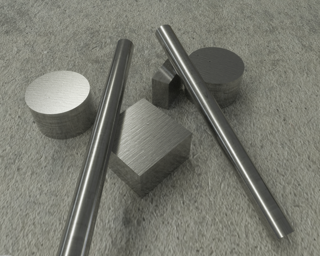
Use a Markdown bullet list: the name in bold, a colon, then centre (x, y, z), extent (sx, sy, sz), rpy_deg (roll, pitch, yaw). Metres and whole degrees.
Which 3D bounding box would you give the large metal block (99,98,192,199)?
- **large metal block**: centre (-0.020, 0.021, 0.369), extent (0.080, 0.050, 0.080), rpy_deg (37, 59, 27)

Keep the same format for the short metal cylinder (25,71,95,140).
- **short metal cylinder**: centre (-0.130, -0.031, 0.412), extent (0.081, 0.050, 0.080), rpy_deg (0, 50, 0)

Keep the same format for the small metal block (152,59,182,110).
- **small metal block**: centre (0.012, -0.063, 0.440), extent (0.025, 0.050, 0.050), rpy_deg (21, 53, 17)

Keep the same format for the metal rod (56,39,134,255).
- **metal rod**: centre (-0.060, 0.000, 0.338), extent (0.025, 0.025, 0.300), rpy_deg (3, 50, 3)

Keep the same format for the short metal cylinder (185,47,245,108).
- **short metal cylinder**: centre (0.077, -0.073, 0.449), extent (0.081, 0.050, 0.080), rpy_deg (0, 50, 0)

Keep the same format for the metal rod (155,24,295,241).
- **metal rod**: centre (0.065, -0.013, 0.375), extent (0.025, 0.025, 0.299), rpy_deg (-19, 65, -15)
